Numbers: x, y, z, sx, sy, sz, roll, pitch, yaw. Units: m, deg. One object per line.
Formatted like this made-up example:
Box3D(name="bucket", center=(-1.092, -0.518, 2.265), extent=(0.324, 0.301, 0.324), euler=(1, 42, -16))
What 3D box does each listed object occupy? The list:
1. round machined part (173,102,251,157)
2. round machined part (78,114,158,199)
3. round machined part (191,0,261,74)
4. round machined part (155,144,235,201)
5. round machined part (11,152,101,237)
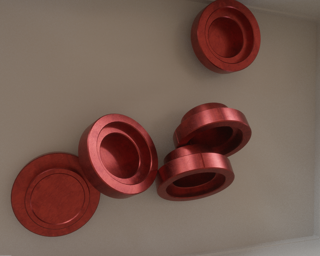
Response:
Box3D(name="round machined part", center=(0.065, 0.004, 0.406), extent=(0.099, 0.097, 0.042), euler=(2, 53, -20))
Box3D(name="round machined part", center=(-0.053, 0.036, 0.366), extent=(0.099, 0.042, 0.098), euler=(25, 51, -34))
Box3D(name="round machined part", center=(0.087, -0.124, 0.433), extent=(0.099, 0.042, 0.097), euler=(0, 90, -20))
Box3D(name="round machined part", center=(0.042, 0.055, 0.397), extent=(0.099, 0.097, 0.042), euler=(3, 54, -20))
Box3D(name="round machined part", center=(-0.118, 0.077, 0.358), extent=(0.099, 0.042, 0.097), euler=(0, 90, -20))
